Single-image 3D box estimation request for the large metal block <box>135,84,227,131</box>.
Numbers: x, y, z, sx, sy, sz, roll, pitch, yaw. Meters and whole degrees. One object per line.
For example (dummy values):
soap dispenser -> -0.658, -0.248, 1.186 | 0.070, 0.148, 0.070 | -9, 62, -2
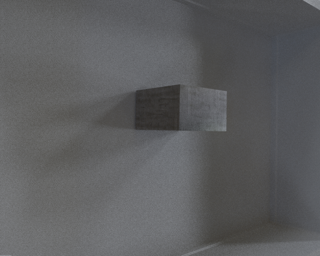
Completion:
large metal block -> 0.026, -0.022, 0.388 | 0.081, 0.080, 0.050 | 1, 90, -40
